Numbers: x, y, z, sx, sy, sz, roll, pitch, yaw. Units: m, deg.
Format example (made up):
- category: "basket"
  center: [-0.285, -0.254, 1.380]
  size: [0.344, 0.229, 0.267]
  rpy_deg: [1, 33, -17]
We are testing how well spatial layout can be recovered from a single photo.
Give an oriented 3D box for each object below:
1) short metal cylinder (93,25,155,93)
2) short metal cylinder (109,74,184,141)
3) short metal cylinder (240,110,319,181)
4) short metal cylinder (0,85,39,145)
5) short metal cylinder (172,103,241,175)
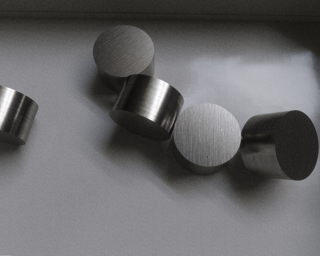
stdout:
- category: "short metal cylinder"
  center: [-0.048, -0.094, 0.430]
  size: [0.081, 0.050, 0.080]
  rpy_deg: [0, 70, 0]
- category: "short metal cylinder"
  center: [-0.016, -0.024, 0.389]
  size: [0.080, 0.080, 0.050]
  rpy_deg: [20, 71, 6]
- category: "short metal cylinder"
  center: [0.143, 0.021, 0.371]
  size: [0.081, 0.050, 0.080]
  rpy_deg: [3, 85, -32]
- category: "short metal cylinder"
  center: [-0.200, -0.015, 0.384]
  size: [0.080, 0.080, 0.050]
  rpy_deg: [10, 71, 3]
- category: "short metal cylinder"
  center: [0.056, 0.015, 0.392]
  size: [0.081, 0.050, 0.080]
  rpy_deg: [0, 70, 0]
